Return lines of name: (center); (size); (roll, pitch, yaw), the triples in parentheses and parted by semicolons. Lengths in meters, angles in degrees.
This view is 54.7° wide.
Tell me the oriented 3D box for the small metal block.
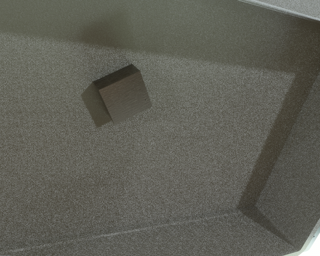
small metal block: (-0.043, -0.039, 0.362); (0.050, 0.025, 0.050); (-28, 128, -11)
